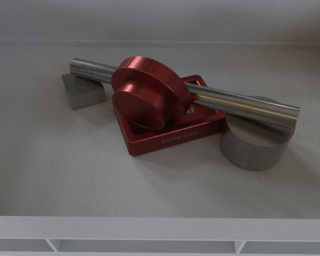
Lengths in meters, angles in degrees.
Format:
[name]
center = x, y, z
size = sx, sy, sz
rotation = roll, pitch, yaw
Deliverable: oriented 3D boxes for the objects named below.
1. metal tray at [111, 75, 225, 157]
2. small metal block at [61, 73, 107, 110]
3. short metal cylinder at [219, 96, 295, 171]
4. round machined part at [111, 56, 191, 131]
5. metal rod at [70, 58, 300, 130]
[metal tray]
center = 0.010, -0.021, 0.416
size = 0.131, 0.030, 0.090
rotation = -15, 52, -13
[small metal block]
center = -0.111, -0.058, 0.450
size = 0.050, 0.025, 0.050
rotation = -17, 52, -15
[short metal cylinder]
center = 0.118, 0.006, 0.384
size = 0.081, 0.050, 0.080
rotation = 0, 50, 0
[round machined part]
center = -0.016, -0.033, 0.367
size = 0.098, 0.098, 0.042
rotation = 22, 61, 17
[metal rod]
center = 0.015, -0.049, 0.391
size = 0.301, 0.025, 0.025
rotation = 16, 52, 20
